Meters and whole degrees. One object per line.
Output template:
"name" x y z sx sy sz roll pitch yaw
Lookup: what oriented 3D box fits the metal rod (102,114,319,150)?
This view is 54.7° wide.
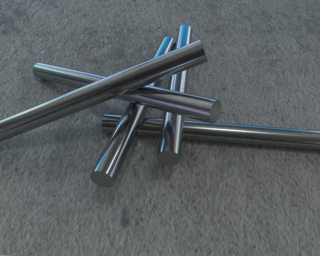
"metal rod" 0.077 0.006 0.399 0.302 0.025 0.025 5 50 3

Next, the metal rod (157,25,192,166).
"metal rod" 0.027 -0.069 0.439 0.025 0.025 0.300 6 43 4

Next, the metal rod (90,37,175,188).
"metal rod" -0.021 -0.046 0.415 0.025 0.025 0.301 11 43 9

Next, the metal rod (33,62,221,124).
"metal rod" -0.064 -0.052 0.394 0.300 0.025 0.025 17 50 33

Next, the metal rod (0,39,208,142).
"metal rod" -0.092 -0.033 0.359 0.301 0.025 0.025 -20 50 11
